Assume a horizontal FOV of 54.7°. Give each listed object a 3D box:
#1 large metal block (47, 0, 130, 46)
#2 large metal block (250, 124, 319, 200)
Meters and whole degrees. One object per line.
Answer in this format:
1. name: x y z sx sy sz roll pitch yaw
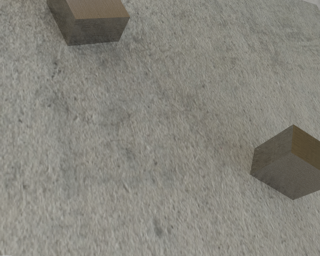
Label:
1. large metal block: -0.102 -0.166 0.436 0.081 0.050 0.080 -17 71 -35
2. large metal block: 0.191 0.052 0.442 0.080 0.080 0.050 31 52 -9
